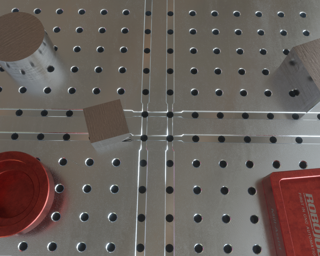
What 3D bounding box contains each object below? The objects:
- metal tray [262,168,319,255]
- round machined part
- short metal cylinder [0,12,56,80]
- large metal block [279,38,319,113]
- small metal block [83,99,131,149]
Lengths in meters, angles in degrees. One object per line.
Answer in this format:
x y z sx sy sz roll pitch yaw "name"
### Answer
0.182 0.115 0.367 0.091 0.030 0.130 -5 70 -2 "metal tray"
-0.176 0.080 0.372 0.099 0.042 0.098 0 70 0 "round machined part"
-0.196 -0.115 0.439 0.081 0.050 0.080 0 70 0 "short metal cylinder"
0.229 -0.077 0.428 0.080 0.050 0.080 -19 71 -7 "large metal block"
-0.070 -0.005 0.413 0.050 0.025 0.050 -16 71 -6 "small metal block"
